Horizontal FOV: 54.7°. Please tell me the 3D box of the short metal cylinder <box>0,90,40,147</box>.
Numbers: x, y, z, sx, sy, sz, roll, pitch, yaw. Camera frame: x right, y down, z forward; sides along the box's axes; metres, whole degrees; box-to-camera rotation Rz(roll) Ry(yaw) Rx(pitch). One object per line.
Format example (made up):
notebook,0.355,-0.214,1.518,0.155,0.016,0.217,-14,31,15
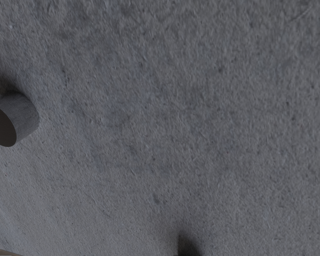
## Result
short metal cylinder,-0.248,-0.016,0.509,0.080,0.050,0.079,13,124,20
